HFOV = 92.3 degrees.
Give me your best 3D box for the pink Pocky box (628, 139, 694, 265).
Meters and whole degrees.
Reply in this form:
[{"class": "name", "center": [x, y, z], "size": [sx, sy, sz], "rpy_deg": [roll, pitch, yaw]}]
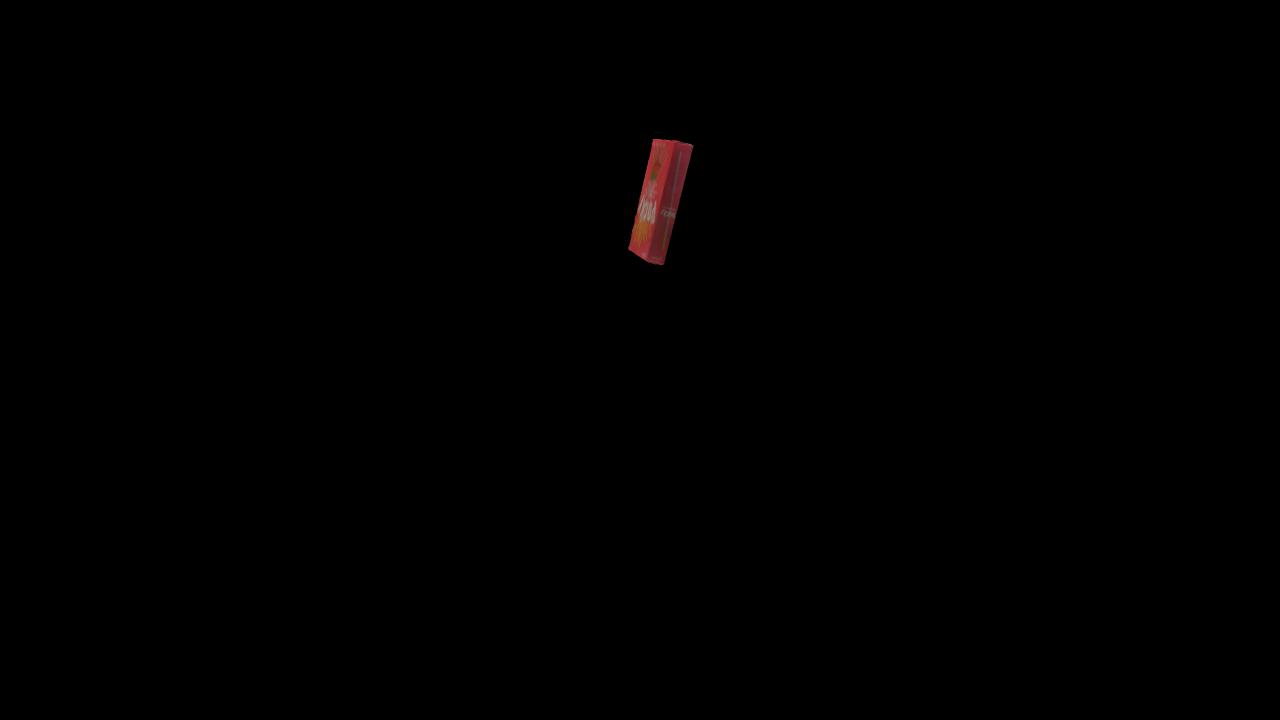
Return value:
[{"class": "pink Pocky box", "center": [0.025, -0.209, 0.811], "size": [0.029, 0.155, 0.084], "rpy_deg": [7, 18, -21]}]
